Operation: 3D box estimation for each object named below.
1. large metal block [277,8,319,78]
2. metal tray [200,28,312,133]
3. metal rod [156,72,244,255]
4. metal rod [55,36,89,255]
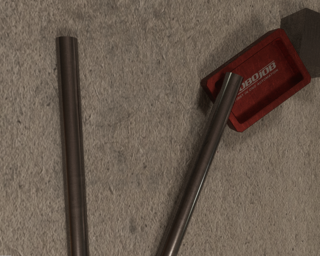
[{"bbox_3d":[0.234,-0.129,0.484,0.081,0.050,0.080,10,86,-20],"label":"large metal block"},{"bbox_3d":[0.136,-0.067,0.440,0.130,0.030,0.090,-36,103,-1],"label":"metal tray"},{"bbox_3d":[0.046,0.071,0.408,0.025,0.025,0.299,21,90,-19],"label":"metal rod"},{"bbox_3d":[-0.104,0.043,0.371,0.025,0.025,0.298,-3,91,-20],"label":"metal rod"}]
